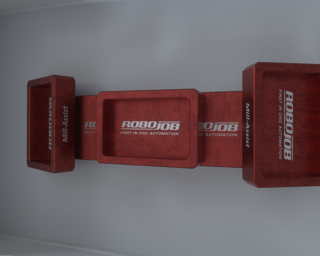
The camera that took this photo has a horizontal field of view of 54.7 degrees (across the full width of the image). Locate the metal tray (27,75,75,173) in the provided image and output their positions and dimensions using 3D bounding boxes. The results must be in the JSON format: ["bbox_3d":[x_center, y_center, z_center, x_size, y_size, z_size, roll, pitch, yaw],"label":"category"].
[{"bbox_3d":[-0.157,-0.006,0.443,0.090,0.030,0.129,1,90,45],"label":"metal tray"}]

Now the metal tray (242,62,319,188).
[{"bbox_3d":[0.138,-0.003,0.337,0.091,0.030,0.129,0,90,-9],"label":"metal tray"}]

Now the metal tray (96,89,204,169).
[{"bbox_3d":[-0.014,0.000,0.379,0.130,0.030,0.089,1,90,20],"label":"metal tray"}]

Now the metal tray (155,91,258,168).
[{"bbox_3d":[0.059,0.001,0.386,0.130,0.030,0.089,0,90,20],"label":"metal tray"}]

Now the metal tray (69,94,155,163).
[{"bbox_3d":[-0.063,0.000,0.430,0.130,0.030,0.089,0,90,20],"label":"metal tray"}]
